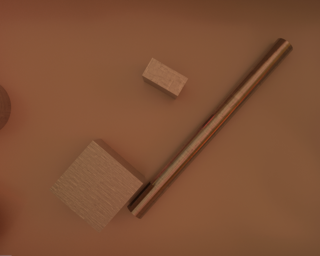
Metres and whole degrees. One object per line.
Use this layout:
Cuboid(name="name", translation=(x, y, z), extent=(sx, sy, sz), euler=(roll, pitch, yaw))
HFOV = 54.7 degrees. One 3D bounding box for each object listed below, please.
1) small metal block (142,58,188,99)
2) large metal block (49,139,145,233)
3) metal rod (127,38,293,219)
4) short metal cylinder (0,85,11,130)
Cuboid(name="small metal block", translation=(0.006, -0.062, 0.399), extent=(0.050, 0.050, 0.025), euler=(30, 90, -1))
Cuboid(name="large metal block", translation=(-0.077, 0.071, 0.398), extent=(0.080, 0.050, 0.080), euler=(41, 90, -1))
Cuboid(name="metal rod", translation=(0.066, 0.000, 0.412), extent=(0.025, 0.025, 0.300), euler=(42, 90, -1))
Cuboid(name="short metal cylinder", translation=(-0.243, -0.028, 0.396), extent=(0.081, 0.050, 0.079), euler=(0, 90, -1))
